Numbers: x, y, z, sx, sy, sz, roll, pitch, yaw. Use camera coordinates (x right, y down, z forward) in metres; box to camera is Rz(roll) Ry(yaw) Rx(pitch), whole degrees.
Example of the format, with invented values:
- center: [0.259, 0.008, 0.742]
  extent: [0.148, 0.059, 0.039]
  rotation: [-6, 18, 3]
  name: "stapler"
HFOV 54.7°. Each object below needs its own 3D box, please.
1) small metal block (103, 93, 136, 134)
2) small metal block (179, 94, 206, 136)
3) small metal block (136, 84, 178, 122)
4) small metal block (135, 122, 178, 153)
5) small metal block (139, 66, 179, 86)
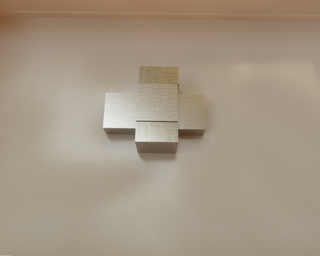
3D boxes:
- center: [-0.047, -0.019, 0.414]
  extent: [0.050, 0.025, 0.050]
  rotation: [1, 70, 0]
  name: "small metal block"
- center: [0.033, -0.018, 0.414]
  extent: [0.050, 0.025, 0.050]
  rotation: [1, 70, 0]
  name: "small metal block"
- center: [-0.003, -0.028, 0.390]
  extent: [0.050, 0.025, 0.050]
  rotation: [1, 70, 0]
  name: "small metal block"
- center: [-0.004, 0.013, 0.388]
  extent: [0.050, 0.050, 0.025]
  rotation: [1, 70, 0]
  name: "small metal block"
- center: [-0.001, -0.059, 0.415]
  extent: [0.050, 0.050, 0.025]
  rotation: [1, 70, 0]
  name: "small metal block"
